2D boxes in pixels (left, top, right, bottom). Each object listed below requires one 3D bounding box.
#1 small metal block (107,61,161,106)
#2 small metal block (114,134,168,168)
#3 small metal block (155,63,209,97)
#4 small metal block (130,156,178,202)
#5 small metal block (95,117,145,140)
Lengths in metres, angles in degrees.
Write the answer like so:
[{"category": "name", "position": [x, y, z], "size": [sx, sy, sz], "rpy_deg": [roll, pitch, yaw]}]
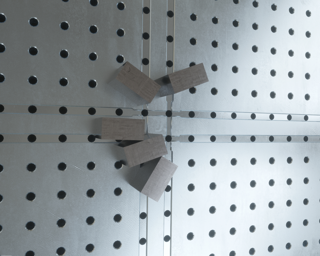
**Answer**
[{"category": "small metal block", "position": [-0.033, -0.054, 0.387], "size": [0.050, 0.050, 0.025], "rpy_deg": [35, 79, -17]}, {"category": "small metal block", "position": [-0.025, 0.027, 0.390], "size": [0.050, 0.050, 0.025], "rpy_deg": [-18, 96, -19]}, {"category": "small metal block", "position": [0.028, -0.063, 0.409], "size": [0.050, 0.050, 0.025], "rpy_deg": [-22, 98, -19]}, {"category": "small metal block", "position": [-0.009, 0.061, 0.396], "size": [0.025, 0.050, 0.050], "rpy_deg": [34, 79, -17]}, {"category": "small metal block", "position": [-0.050, 0.001, 0.381], "size": [0.050, 0.050, 0.025], "rpy_deg": [2, 90, -20]}]
